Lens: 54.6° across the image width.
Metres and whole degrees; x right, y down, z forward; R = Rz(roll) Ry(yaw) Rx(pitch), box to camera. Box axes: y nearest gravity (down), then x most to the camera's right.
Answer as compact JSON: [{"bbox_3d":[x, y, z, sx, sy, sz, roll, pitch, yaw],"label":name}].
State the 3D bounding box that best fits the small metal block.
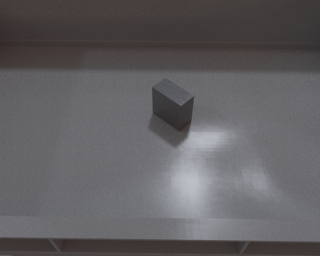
[{"bbox_3d":[0.017,-0.031,0.415,0.050,0.050,0.025,36,59,26],"label":"small metal block"}]
